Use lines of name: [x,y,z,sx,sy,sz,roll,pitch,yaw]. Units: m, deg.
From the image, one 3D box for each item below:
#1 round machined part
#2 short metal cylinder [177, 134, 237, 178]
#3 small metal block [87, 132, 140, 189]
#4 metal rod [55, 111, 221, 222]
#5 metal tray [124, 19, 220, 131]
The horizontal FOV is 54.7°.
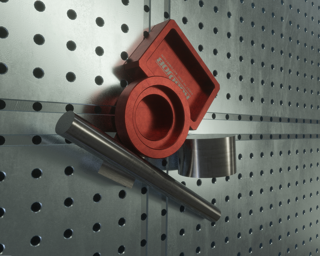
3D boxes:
round machined part: [-0.013,-0.012,0.379,0.099,0.042,0.097,0,90,-38]
short metal cylinder: [0.064,0.036,0.428,0.081,0.080,0.050,-5,94,-40]
small metal block: [-0.050,0.039,0.369,0.050,0.025,0.050,35,68,-35]
metal rod: [-0.001,0.065,0.384,0.301,0.025,0.025,39,66,-43]
metal tray: [0.023,-0.069,0.426,0.130,0.030,0.090,47,61,-30]
